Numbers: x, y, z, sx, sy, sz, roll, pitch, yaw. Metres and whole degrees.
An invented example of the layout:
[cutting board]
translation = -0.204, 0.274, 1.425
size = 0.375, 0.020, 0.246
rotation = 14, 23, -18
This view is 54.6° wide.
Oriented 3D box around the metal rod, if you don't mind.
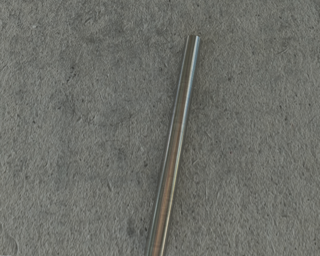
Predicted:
[metal rod]
translation = 0.021, 0.009, 0.404
size = 0.025, 0.025, 0.299
rotation = 10, 70, 4
